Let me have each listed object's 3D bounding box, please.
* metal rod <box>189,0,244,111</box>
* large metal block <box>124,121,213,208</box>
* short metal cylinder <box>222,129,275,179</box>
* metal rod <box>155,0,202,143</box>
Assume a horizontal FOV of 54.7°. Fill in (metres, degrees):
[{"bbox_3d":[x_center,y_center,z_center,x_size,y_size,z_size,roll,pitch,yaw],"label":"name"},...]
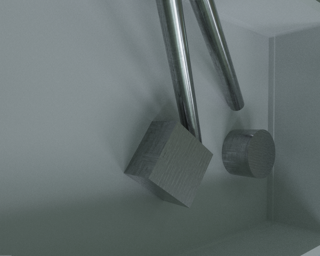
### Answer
[{"bbox_3d":[0.073,-0.106,0.398,0.300,0.025,0.025,50,58,-55],"label":"metal rod"},{"bbox_3d":[0.014,0.046,0.404,0.080,0.050,0.080,42,65,-32],"label":"large metal block"},{"bbox_3d":[0.149,0.042,0.519,0.081,0.050,0.079,0,90,-40],"label":"short metal cylinder"},{"bbox_3d":[0.021,-0.079,0.349,0.025,0.025,0.299,-48,143,-29],"label":"metal rod"}]
